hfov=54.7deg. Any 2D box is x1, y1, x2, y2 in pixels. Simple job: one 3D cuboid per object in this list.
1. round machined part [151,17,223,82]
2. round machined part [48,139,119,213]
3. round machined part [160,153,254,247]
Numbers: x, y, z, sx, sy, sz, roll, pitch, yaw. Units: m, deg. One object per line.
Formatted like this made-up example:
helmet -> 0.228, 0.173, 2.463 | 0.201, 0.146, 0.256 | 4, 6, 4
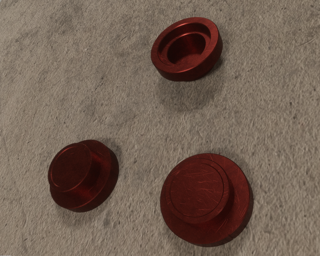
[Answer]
round machined part -> 0.040, -0.104, 0.435 | 0.098, 0.042, 0.098 | -13, 56, 20
round machined part -> -0.108, 0.058, 0.412 | 0.098, 0.042, 0.098 | -13, 56, 20
round machined part -> 0.044, 0.071, 0.326 | 0.098, 0.042, 0.098 | -13, 56, 20
